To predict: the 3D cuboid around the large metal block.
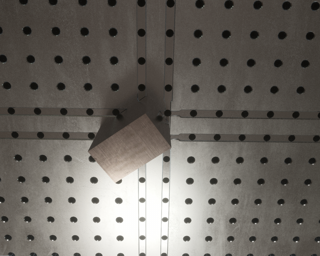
[{"bbox_3d":[-0.035,0.011,0.388,0.080,0.080,0.050,-33,107,11],"label":"large metal block"}]
